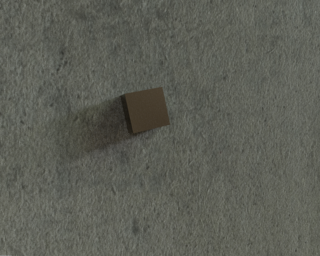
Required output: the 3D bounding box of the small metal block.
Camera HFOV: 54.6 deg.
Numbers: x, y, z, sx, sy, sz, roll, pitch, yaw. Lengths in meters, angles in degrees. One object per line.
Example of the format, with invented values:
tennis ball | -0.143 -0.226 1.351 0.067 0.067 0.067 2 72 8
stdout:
small metal block | -0.019 -0.023 0.402 0.050 0.025 0.050 -13 95 -20
